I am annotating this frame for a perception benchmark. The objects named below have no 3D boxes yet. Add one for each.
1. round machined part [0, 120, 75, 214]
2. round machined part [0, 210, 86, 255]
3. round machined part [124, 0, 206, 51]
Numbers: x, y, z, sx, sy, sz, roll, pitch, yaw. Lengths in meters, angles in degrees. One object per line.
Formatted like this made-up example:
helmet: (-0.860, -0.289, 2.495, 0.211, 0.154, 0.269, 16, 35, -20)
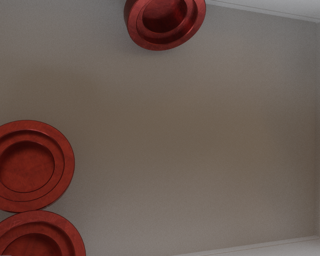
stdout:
round machined part: (-0.145, 0.044, 0.338, 0.099, 0.042, 0.098, 6, 70, -17)
round machined part: (-0.126, 0.133, 0.300, 0.099, 0.042, 0.098, 14, 58, -24)
round machined part: (0.003, -0.146, 0.383, 0.099, 0.097, 0.042, -6, 58, -20)
